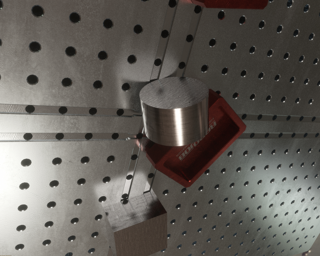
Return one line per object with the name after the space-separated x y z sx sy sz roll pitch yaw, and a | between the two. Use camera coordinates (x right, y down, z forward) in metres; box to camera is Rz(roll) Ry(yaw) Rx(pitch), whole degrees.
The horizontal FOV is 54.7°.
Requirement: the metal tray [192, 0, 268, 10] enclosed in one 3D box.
0.087 -0.199 0.334 0.091 0.030 0.129 -9 122 -24 | metal tray

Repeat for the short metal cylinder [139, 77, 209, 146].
0.018 -0.022 0.374 0.081 0.080 0.050 -18 126 -18 | short metal cylinder

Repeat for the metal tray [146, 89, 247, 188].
0.054 0.018 0.447 0.130 0.030 0.090 -47 133 4 | metal tray

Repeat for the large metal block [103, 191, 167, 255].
-0.036 0.153 0.472 0.081 0.050 0.079 -15 125 -21 | large metal block
